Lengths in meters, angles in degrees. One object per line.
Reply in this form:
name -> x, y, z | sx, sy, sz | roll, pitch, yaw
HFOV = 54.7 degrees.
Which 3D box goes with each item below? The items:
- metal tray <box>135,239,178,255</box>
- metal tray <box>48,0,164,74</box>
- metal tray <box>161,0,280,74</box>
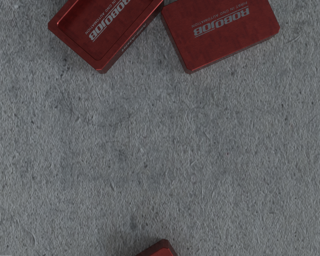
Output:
metal tray -> 0.004, 0.227, 0.408 | 0.090, 0.030, 0.130 | -31, 90, 0
metal tray -> -0.068, -0.148, 0.406 | 0.090, 0.030, 0.130 | 41, 90, 0
metal tray -> 0.077, -0.138, 0.408 | 0.131, 0.030, 0.090 | -24, 90, 0
